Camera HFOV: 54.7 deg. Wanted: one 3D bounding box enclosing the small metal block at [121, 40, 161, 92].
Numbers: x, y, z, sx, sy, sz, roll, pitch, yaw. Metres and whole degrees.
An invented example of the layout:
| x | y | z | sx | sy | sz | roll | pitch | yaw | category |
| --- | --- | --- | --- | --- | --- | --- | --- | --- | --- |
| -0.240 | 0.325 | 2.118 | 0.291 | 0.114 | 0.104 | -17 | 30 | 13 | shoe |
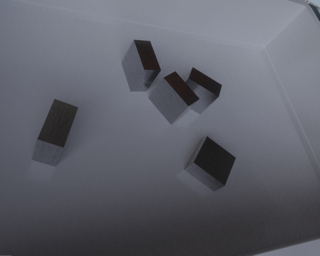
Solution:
| x | y | z | sx | sy | sz | roll | pitch | yaw | category |
| --- | --- | --- | --- | --- | --- | --- | --- | --- | --- |
| -0.027 | -0.085 | 0.428 | 0.025 | 0.050 | 0.050 | -5 | 64 | -31 | small metal block |

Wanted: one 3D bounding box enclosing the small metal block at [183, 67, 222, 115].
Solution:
| x | y | z | sx | sy | sz | roll | pitch | yaw | category |
| --- | --- | --- | --- | --- | --- | --- | --- | --- | --- |
| 0.054 | -0.053 | 0.453 | 0.050 | 0.050 | 0.025 | 29 | 52 | -10 | small metal block |

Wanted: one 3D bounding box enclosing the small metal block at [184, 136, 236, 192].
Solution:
| x | y | z | sx | sy | sz | roll | pitch | yaw | category |
| --- | --- | --- | --- | --- | --- | --- | --- | --- | --- |
| 0.068 | 0.048 | 0.415 | 0.050 | 0.025 | 0.050 | 37 | 51 | -4 | small metal block |

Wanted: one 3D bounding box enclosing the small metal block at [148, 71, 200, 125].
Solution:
| x | y | z | sx | sy | sz | roll | pitch | yaw | category |
| --- | --- | --- | --- | --- | --- | --- | --- | --- | --- |
| 0.018 | -0.040 | 0.426 | 0.025 | 0.050 | 0.050 | -35 | 82 | -39 | small metal block |

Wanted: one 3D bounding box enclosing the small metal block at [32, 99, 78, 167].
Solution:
| x | y | z | sx | sy | sz | roll | pitch | yaw | category |
| --- | --- | --- | --- | --- | --- | --- | --- | --- | --- |
| -0.111 | 0.006 | 0.327 | 0.025 | 0.050 | 0.050 | 21 | 54 | -17 | small metal block |
